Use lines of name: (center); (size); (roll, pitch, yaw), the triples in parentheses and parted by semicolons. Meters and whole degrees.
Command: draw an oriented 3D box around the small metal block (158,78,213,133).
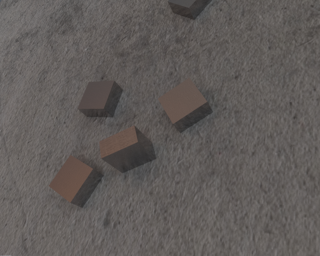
small metal block: (0.033, -0.030, 0.404); (0.050, 0.025, 0.050); (-33, 52, 6)

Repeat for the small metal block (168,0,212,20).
small metal block: (0.050, -0.209, 0.505); (0.050, 0.025, 0.050); (35, 81, 38)

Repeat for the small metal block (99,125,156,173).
small metal block: (-0.040, 0.028, 0.390); (0.050, 0.050, 0.025); (-25, 53, 13)

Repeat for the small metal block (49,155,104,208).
small metal block: (-0.113, 0.071, 0.418); (0.050, 0.025, 0.050); (23, 74, 36)

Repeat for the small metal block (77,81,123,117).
small metal block: (-0.092, -0.044, 0.477); (0.050, 0.025, 0.050); (2, 63, 28)
